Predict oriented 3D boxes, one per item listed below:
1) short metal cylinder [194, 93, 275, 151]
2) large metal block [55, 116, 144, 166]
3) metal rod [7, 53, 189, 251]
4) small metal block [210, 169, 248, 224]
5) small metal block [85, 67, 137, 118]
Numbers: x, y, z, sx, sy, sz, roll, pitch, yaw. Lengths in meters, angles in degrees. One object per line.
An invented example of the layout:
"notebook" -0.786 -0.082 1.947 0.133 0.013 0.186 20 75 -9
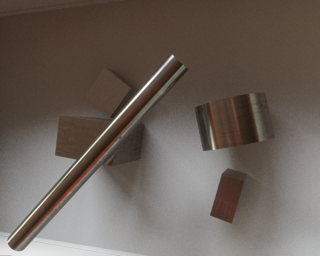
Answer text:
"short metal cylinder" 0.084 -0.006 0.351 0.080 0.080 0.050 -12 86 19
"large metal block" -0.076 0.014 0.407 0.080 0.080 0.050 8 93 19
"metal rod" -0.079 0.037 0.352 0.025 0.025 0.299 47 104 14
"small metal block" 0.083 0.078 0.368 0.025 0.050 0.050 16 96 19
"small metal block" -0.068 -0.049 0.433 0.050 0.025 0.050 40 102 15
